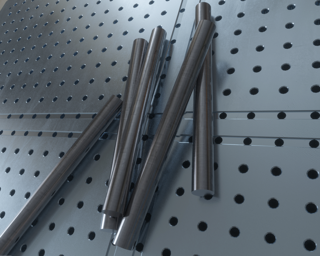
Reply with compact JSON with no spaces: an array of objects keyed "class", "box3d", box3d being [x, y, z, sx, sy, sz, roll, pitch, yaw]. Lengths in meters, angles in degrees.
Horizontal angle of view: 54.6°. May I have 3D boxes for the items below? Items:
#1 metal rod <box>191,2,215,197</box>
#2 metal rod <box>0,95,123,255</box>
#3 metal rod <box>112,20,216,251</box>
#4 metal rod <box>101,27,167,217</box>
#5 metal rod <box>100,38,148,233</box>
[{"class":"metal rod","box3d":[0.057,-0.058,0.414,0.025,0.025,0.300,-10,57,23]},{"class":"metal rod","box3d":[-0.150,0.076,0.442,0.025,0.025,0.300,29,78,37]},{"class":"metal rod","box3d":[0.011,-0.002,0.384,0.025,0.025,0.299,12,74,33]},{"class":"metal rod","box3d":[-0.027,-0.029,0.426,0.025,0.025,0.300,-5,54,25]},{"class":"metal rod","box3d":[-0.045,-0.009,0.438,0.025,0.025,0.300,-8,58,24]}]
